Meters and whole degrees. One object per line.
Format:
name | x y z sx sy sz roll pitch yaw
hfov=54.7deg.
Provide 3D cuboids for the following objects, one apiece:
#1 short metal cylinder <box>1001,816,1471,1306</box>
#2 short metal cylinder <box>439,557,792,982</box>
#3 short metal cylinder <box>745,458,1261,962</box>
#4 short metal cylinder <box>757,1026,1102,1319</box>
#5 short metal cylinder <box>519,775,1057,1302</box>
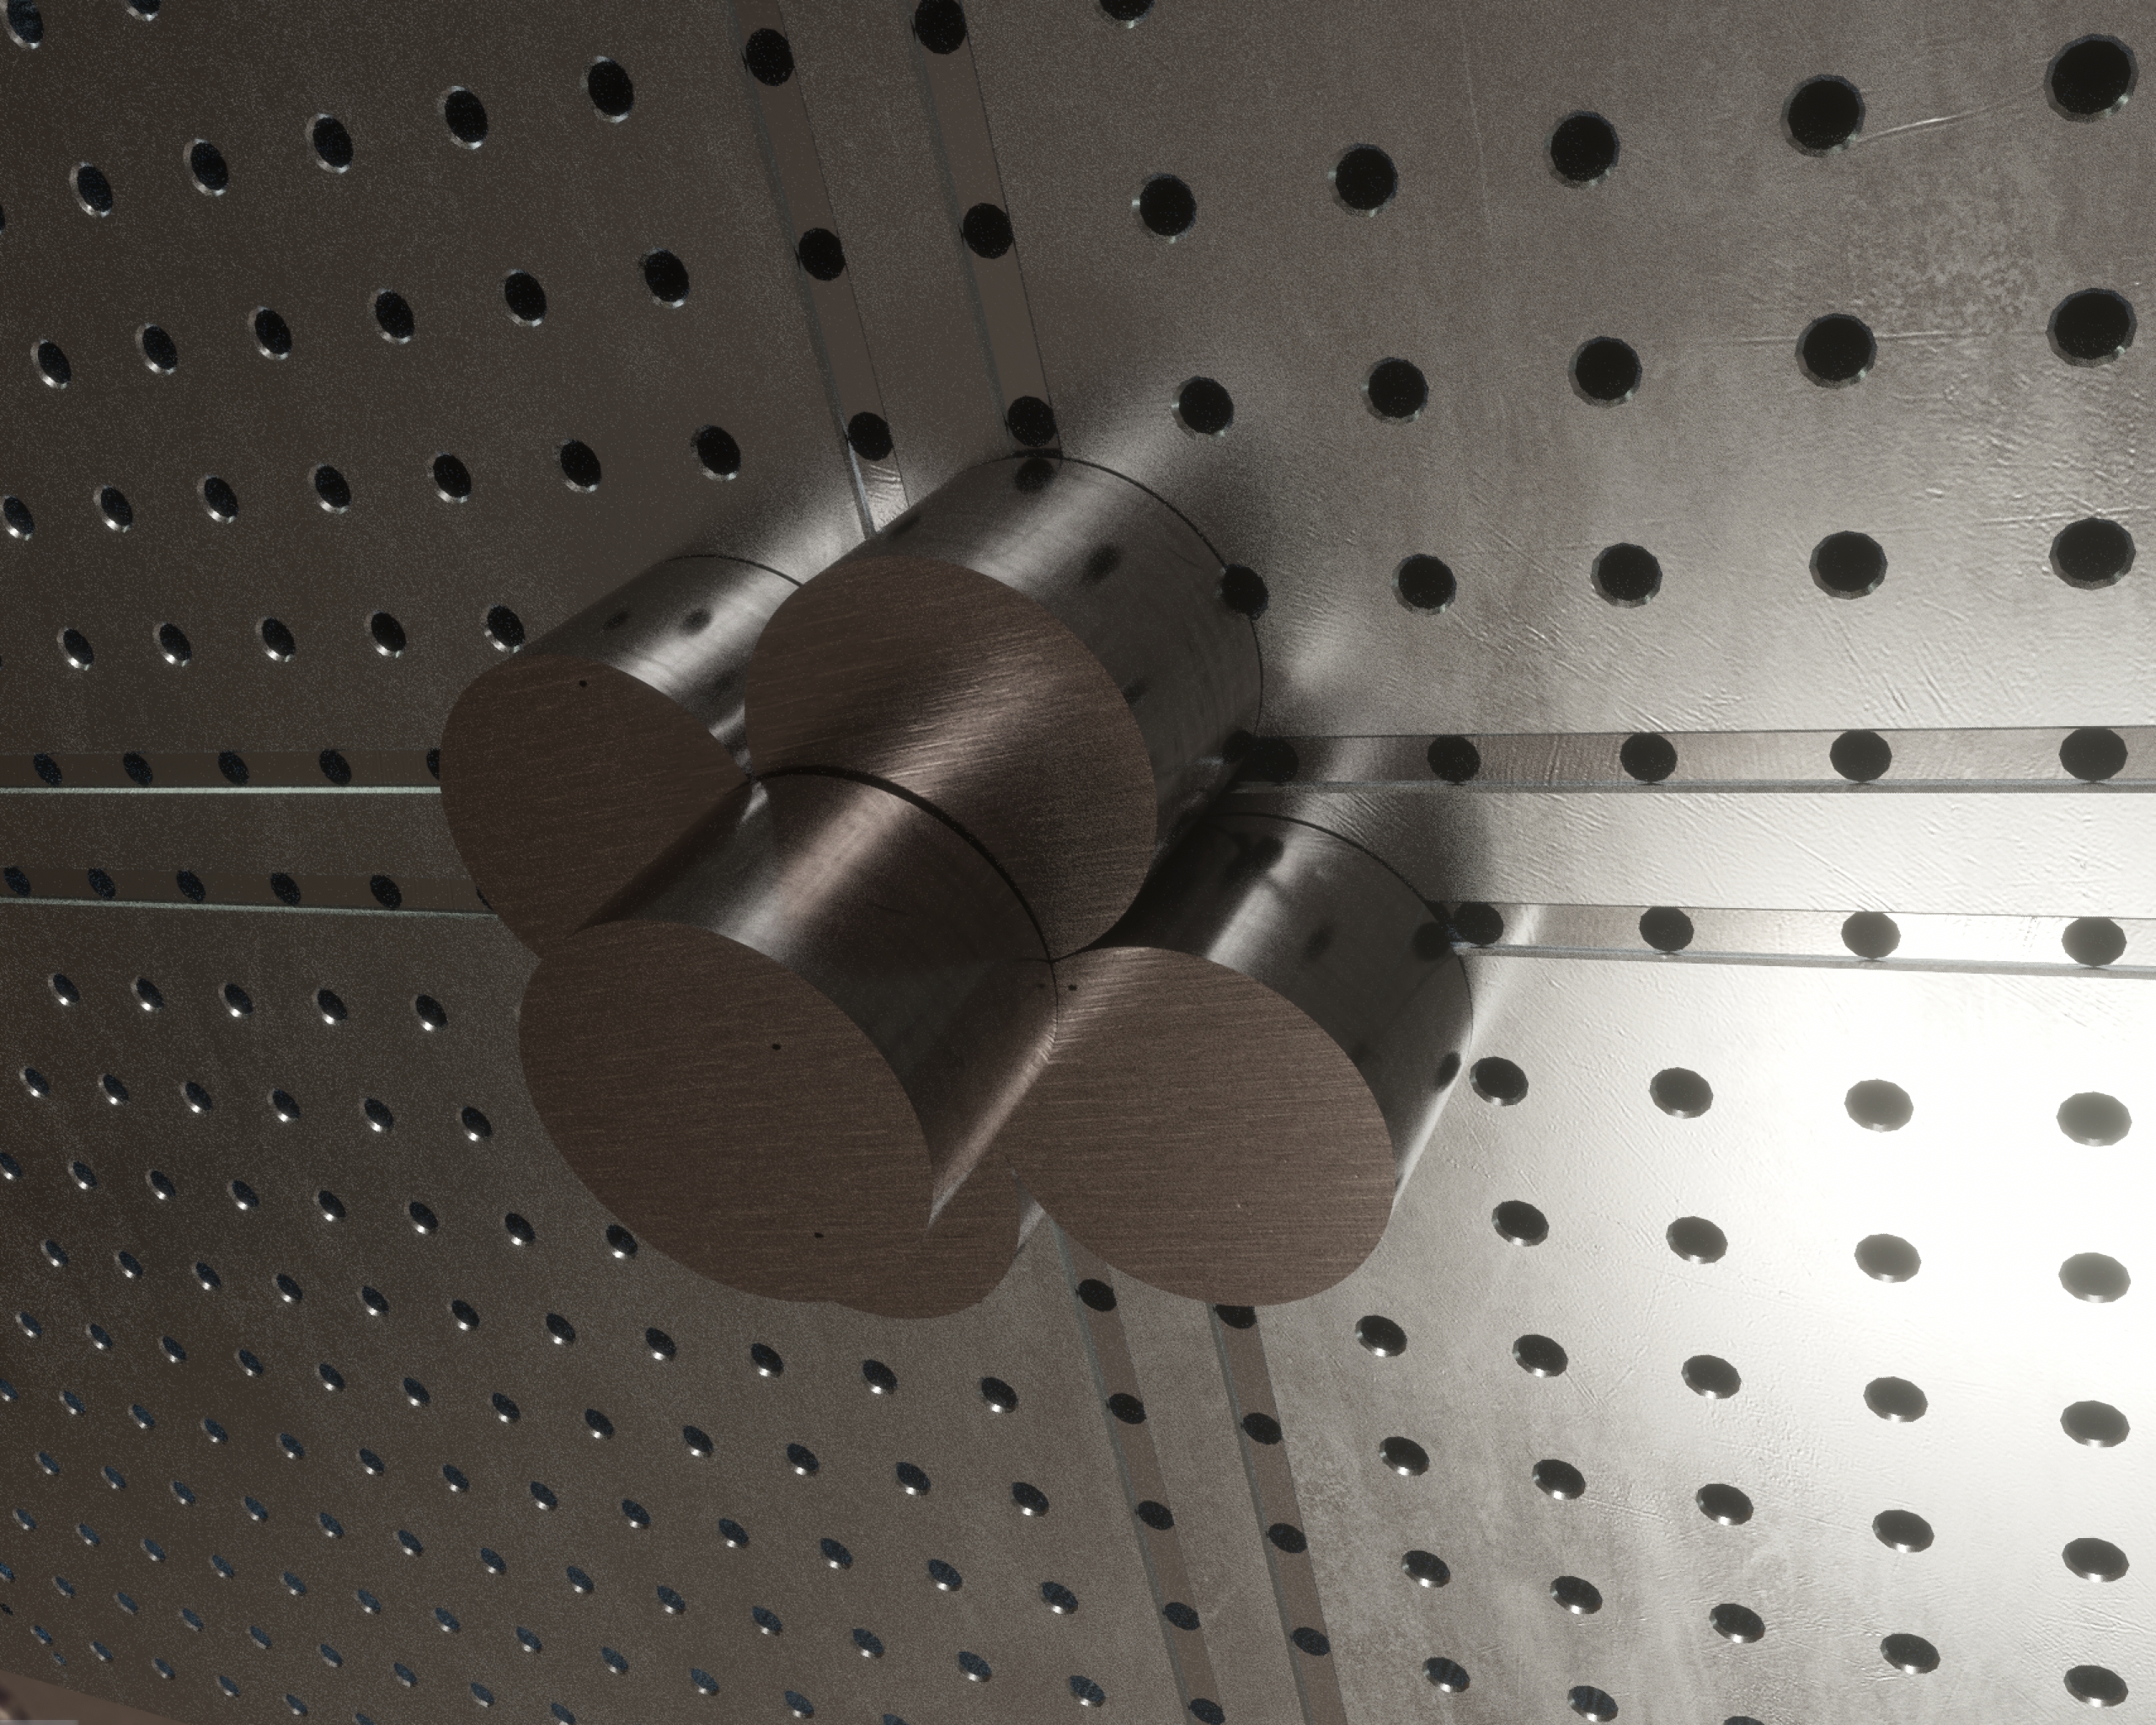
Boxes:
short metal cylinder | 0.030 0.038 0.401 0.080 0.050 0.079 13 124 20
short metal cylinder | -0.081 -0.016 0.425 0.080 0.050 0.079 13 124 20
short metal cylinder | -0.013 -0.028 0.382 0.080 0.050 0.079 13 124 20
short metal cylinder | -0.038 0.049 0.443 0.080 0.050 0.079 13 124 20
short metal cylinder | -0.051 0.031 0.372 0.080 0.050 0.079 13 125 19
